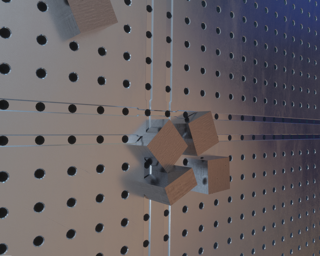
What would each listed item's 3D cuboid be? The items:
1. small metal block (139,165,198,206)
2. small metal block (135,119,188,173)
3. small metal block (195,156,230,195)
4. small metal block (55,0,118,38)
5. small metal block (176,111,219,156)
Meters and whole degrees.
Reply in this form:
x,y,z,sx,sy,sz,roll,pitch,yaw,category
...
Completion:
x,y,z,sx,sy,sz,roll,pitch,yaw,category
0.011,0.072,0.401,0.050,0.050,0.025,-29,109,-36,small metal block
0.003,0.023,0.411,0.050,0.025,0.050,-50,120,-28,small metal block
0.081,0.071,0.476,0.050,0.025,0.050,-3,92,-40,small metal block
-0.081,-0.132,0.340,0.050,0.025,0.050,-31,110,-35,small metal block
0.056,0.007,0.455,0.050,0.025,0.050,-28,108,-36,small metal block
